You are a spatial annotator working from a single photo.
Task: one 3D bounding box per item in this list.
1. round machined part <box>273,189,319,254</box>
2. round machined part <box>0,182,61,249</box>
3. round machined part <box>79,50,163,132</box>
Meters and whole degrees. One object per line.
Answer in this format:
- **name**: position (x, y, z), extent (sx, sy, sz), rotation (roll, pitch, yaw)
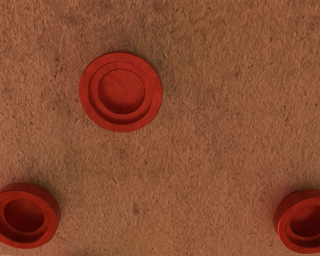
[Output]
- **round machined part**: position (0.214, 0.130, 0.450), extent (0.099, 0.042, 0.097), rotation (0, 110, 0)
- **round machined part**: position (-0.190, 0.120, 0.443), extent (0.099, 0.042, 0.097), rotation (0, 110, 0)
- **round machined part**: position (-0.046, -0.047, 0.383), extent (0.099, 0.042, 0.097), rotation (0, 110, 0)
